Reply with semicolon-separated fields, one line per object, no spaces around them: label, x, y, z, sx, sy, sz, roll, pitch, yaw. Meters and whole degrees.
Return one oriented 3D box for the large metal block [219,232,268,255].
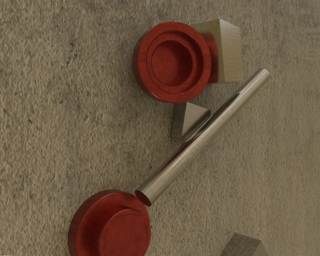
large metal block;0.137;0.234;0.504;0.080;0.050;0.080;-42;116;-32

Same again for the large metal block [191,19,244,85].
large metal block;0.079;-0.103;0.440;0.080;0.050;0.079;-14;99;-57

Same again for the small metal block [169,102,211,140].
small metal block;0.043;-0.006;0.441;0.050;0.025;0.050;15;81;-39

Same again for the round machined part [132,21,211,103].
round machined part;0.012;-0.080;0.391;0.099;0.042;0.097;-2;95;-22

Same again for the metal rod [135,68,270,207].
metal rod;0.076;-0.004;0.435;0.302;0.025;0.025;-41;115;-32

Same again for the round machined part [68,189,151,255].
round machined part;-0.049;0.122;0.353;0.099;0.042;0.097;0;90;-40
